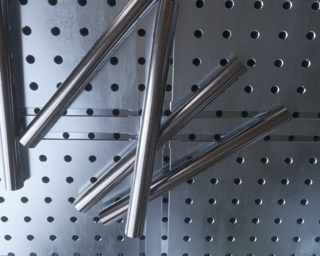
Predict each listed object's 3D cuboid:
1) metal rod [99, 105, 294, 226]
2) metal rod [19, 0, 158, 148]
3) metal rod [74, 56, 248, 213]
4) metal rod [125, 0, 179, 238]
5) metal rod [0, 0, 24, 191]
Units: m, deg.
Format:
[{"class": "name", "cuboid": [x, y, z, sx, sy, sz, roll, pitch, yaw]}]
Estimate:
[{"class": "metal rod", "cuboid": [0.043, 0.057, 0.435, 0.300, 0.025, 0.025, -31, 107, 10]}, {"class": "metal rod", "cuboid": [-0.078, -0.086, 0.380, 0.025, 0.025, 0.299, 40, 105, -14]}, {"class": "metal rod", "cuboid": [-0.007, 0.017, 0.419, 0.299, 0.025, 0.025, -42, 105, 13]}, {"class": "metal rod", "cuboid": [-0.012, -0.002, 0.390, 0.025, 0.025, 0.298, 8, 101, -4]}, {"class": "metal rod", "cuboid": [-0.194, -0.056, 0.389, 0.025, 0.025, 0.298, 4, 110, -2]}]
